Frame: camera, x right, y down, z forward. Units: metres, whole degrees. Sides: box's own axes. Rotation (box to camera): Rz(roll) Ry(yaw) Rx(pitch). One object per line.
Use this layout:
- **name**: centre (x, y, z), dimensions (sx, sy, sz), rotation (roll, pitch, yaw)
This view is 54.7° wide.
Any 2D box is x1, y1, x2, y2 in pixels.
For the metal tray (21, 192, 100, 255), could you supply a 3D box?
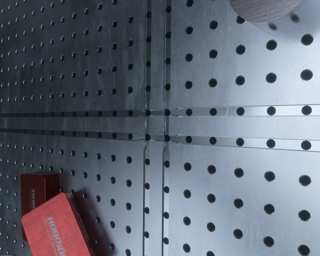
- **metal tray**: centre (-0.165, 0.184, 0.511), dimensions (0.090, 0.030, 0.130), rotation (-32, 67, 2)

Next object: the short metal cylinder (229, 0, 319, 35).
- **short metal cylinder**: centre (0.114, -0.136, 0.299), dimensions (0.080, 0.050, 0.079), rotation (0, 90, 39)

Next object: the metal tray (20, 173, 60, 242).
- **metal tray**: centre (-0.228, 0.152, 0.591), dimensions (0.090, 0.030, 0.129), rotation (-4, 87, 39)
